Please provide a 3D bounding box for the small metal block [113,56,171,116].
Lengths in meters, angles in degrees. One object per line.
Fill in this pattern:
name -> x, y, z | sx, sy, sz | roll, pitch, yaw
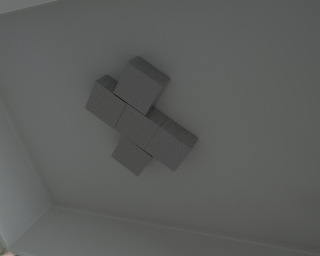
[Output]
small metal block -> -0.023, -0.052, 0.386 | 0.050, 0.025, 0.050 | 36, 128, 4

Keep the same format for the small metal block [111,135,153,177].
small metal block -> -0.036, 0.035, 0.447 | 0.050, 0.025, 0.050 | 37, 130, 3

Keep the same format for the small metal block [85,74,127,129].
small metal block -> -0.068, -0.035, 0.420 | 0.050, 0.025, 0.050 | 36, 129, 4

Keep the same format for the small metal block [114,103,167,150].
small metal block -> -0.027, -0.006, 0.415 | 0.050, 0.025, 0.050 | 36, 129, 4

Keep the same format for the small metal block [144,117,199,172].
small metal block -> 0.014, 0.023, 0.412 | 0.050, 0.025, 0.050 | 36, 129, 4
